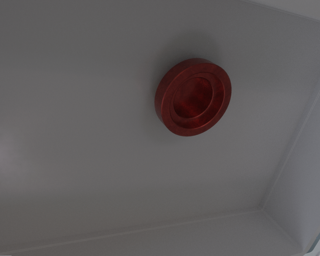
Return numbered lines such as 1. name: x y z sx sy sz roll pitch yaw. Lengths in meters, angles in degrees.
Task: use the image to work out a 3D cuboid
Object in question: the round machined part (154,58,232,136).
1. round machined part: 0.038 -0.041 0.392 0.099 0.042 0.097 -14 124 -21
